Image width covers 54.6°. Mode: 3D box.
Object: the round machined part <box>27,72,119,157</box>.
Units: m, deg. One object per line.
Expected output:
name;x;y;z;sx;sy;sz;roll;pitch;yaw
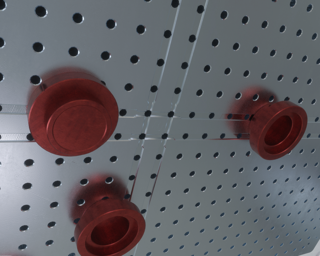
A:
round machined part;-0.093;-0.009;0.344;0.099;0.042;0.097;-14;124;-21

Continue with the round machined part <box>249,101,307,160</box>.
round machined part;0.184;0.000;0.499;0.099;0.042;0.097;-14;124;-21

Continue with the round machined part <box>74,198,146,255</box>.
round machined part;-0.074;0.141;0.446;0.099;0.042;0.097;-14;124;-21
